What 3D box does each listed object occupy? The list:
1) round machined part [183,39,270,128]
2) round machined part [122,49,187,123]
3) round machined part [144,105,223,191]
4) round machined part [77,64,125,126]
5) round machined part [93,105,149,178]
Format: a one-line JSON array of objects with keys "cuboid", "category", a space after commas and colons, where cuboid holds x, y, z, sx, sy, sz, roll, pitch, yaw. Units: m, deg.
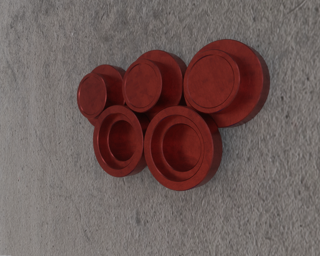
[{"cuboid": [0.065, -0.049, 0.341, 0.098, 0.042, 0.097, 0, 90, 39], "category": "round machined part"}, {"cuboid": [-0.011, -0.053, 0.403, 0.098, 0.042, 0.097, 0, 90, 39], "category": "round machined part"}, {"cuboid": [0.031, 0.023, 0.368, 0.098, 0.042, 0.097, 0, 90, 39], "category": "round machined part"}, {"cuboid": [-0.087, -0.047, 0.465, 0.098, 0.042, 0.097, 0, 90, 39], "category": "round machined part"}, {"cuboid": [-0.045, 0.017, 0.430, 0.098, 0.042, 0.097, 0, 90, 39], "category": "round machined part"}]
